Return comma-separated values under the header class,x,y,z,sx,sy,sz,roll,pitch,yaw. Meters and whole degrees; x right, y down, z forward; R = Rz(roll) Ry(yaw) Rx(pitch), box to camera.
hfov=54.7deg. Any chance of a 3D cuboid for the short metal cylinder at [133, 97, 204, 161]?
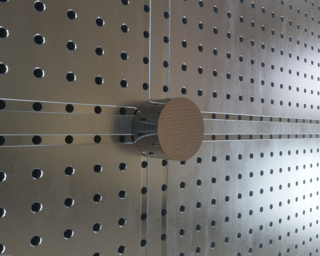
class,x,y,z,sx,sy,sz,roll,pitch,yaw
short metal cylinder,0.012,0.001,0.404,0.081,0.050,0.079,0,90,-40
